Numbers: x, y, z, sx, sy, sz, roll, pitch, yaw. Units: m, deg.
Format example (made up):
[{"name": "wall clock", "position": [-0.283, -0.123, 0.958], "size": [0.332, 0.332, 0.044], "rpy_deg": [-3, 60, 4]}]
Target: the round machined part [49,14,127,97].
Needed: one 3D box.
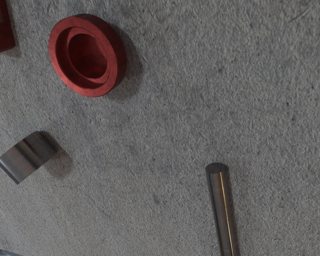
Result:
[{"name": "round machined part", "position": [-0.083, -0.091, 0.382], "size": [0.098, 0.042, 0.097], "rpy_deg": [13, 124, 20]}]

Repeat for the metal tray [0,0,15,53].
[{"name": "metal tray", "position": [-0.258, -0.176, 0.427], "size": [0.090, 0.030, 0.129], "rpy_deg": [15, 125, 19]}]

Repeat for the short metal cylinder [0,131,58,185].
[{"name": "short metal cylinder", "position": [-0.220, 0.049, 0.514], "size": [0.080, 0.080, 0.050], "rpy_deg": [-32, 101, 38]}]

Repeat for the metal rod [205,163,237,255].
[{"name": "metal rod", "position": [0.102, 0.182, 0.464], "size": [0.025, 0.025, 0.298], "rpy_deg": [1, 119, 27]}]
